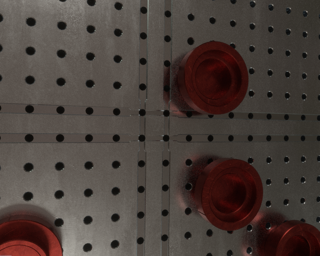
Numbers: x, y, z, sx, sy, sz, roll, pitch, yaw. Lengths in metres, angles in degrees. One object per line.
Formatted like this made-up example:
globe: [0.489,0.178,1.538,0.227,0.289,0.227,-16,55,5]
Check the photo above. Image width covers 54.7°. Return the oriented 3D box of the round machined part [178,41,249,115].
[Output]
round machined part: [0.070,-0.067,0.431,0.099,0.042,0.097,0,90,-21]

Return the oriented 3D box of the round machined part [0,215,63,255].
round machined part: [-0.160,0.151,0.345,0.099,0.042,0.097,0,90,-20]

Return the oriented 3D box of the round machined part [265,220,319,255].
round machined part: [0.204,0.192,0.482,0.099,0.042,0.097,0,90,-21]

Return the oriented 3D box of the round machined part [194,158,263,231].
round machined part: [0.093,0.091,0.440,0.099,0.042,0.097,0,90,-21]
